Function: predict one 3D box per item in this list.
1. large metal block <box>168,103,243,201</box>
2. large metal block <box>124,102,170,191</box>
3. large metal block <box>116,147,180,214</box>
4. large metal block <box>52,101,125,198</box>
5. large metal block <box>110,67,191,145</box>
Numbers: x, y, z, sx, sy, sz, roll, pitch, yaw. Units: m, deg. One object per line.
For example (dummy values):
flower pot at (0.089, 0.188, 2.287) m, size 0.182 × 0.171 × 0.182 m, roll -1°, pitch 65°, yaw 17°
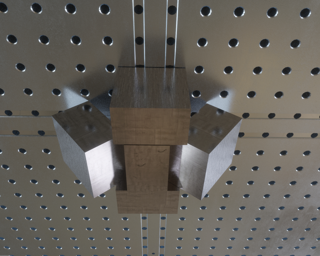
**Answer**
large metal block at (0.055, 0.028, 0.389) m, size 0.050 × 0.080 × 0.079 m, roll 27°, pitch 136°, yaw 27°
large metal block at (-0.015, 0.023, 0.394) m, size 0.050 × 0.080 × 0.079 m, roll 1°, pitch 130°, yaw -1°
large metal block at (-0.016, 0.072, 0.435) m, size 0.081 × 0.080 × 0.050 m, roll 1°, pitch 130°, yaw -1°
large metal block at (-0.086, 0.025, 0.388) m, size 0.050 × 0.080 × 0.079 m, roll -28°, pitch 139°, yaw -30°
large metal block at (-0.010, -0.027, 0.351) m, size 0.081 × 0.080 × 0.050 m, roll 1°, pitch 130°, yaw -1°
